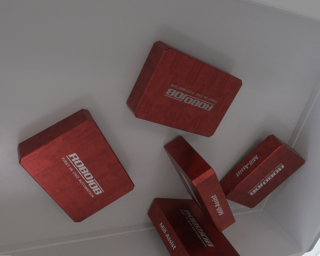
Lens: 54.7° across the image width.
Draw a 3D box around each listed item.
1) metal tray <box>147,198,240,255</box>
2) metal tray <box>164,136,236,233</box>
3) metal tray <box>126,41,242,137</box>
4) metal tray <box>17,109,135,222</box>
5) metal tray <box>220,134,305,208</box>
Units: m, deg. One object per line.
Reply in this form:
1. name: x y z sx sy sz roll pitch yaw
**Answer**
1. metal tray: 0.048 0.160 0.466 0.091 0.130 0.030 11 113 -33
2. metal tray: 0.058 0.082 0.448 0.030 0.090 0.130 -33 129 -7
3. metal tray: 0.034 -0.044 0.396 0.131 0.030 0.089 15 111 -35
4. metal tray: -0.098 0.051 0.383 0.090 0.030 0.130 -31 129 -9
5. metal tray: 0.175 0.079 0.537 0.090 0.030 0.130 28 112 -38
